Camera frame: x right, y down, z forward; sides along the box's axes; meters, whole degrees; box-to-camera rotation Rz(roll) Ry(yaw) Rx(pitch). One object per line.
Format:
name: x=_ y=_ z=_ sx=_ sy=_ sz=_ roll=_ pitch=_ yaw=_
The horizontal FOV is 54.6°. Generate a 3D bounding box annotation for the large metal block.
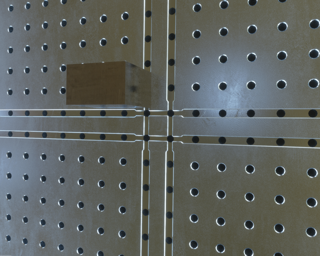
large metal block: x=-0.064 y=-0.053 z=0.406 sx=0.080 sy=0.080 sz=0.050 roll=1 pitch=91 yaw=20
